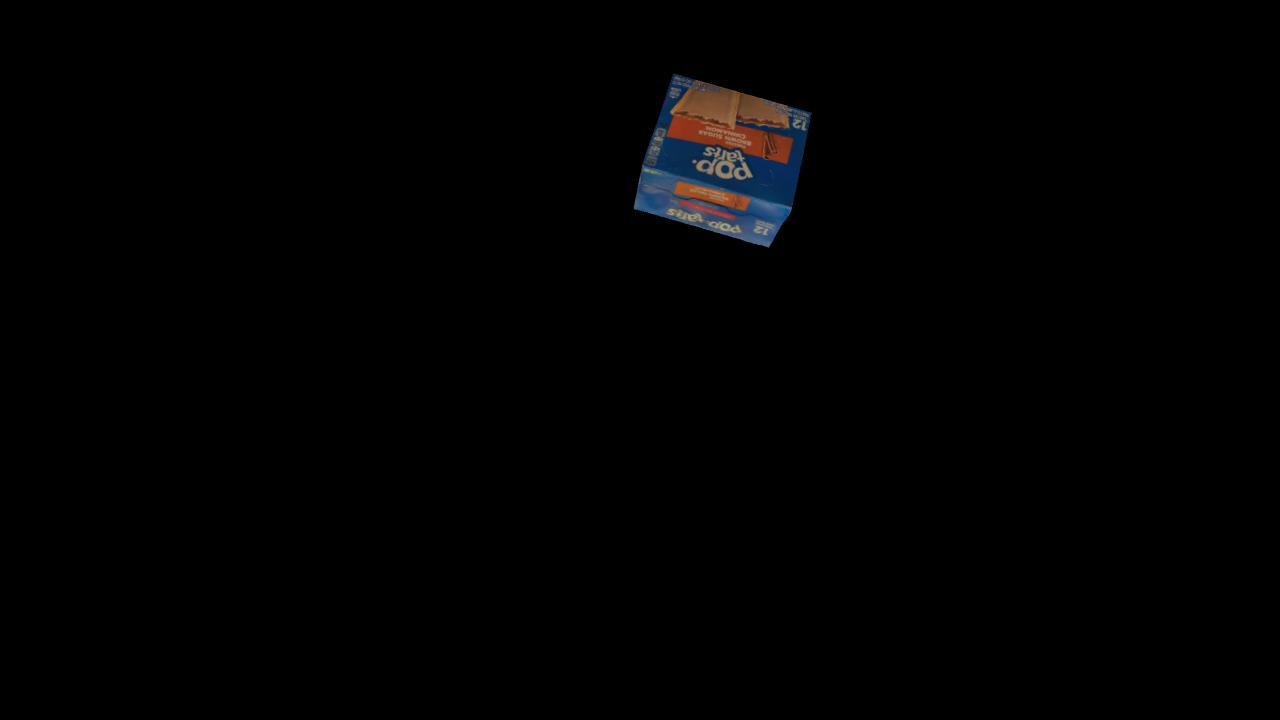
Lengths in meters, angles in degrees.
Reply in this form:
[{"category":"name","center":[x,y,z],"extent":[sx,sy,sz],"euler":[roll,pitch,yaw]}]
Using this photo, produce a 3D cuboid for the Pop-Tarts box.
[{"category":"Pop-Tarts box","center":[0.094,-0.228,0.706],"extent":[0.167,0.141,0.083],"euler":[16,-22,1]}]
